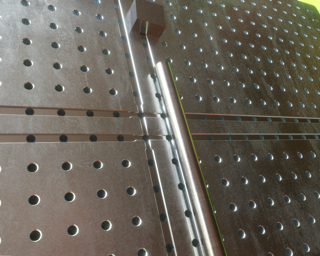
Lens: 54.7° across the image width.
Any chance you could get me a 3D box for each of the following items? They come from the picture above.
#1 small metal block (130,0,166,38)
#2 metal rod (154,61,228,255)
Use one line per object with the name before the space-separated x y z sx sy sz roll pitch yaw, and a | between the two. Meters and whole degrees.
small metal block | -0.020 -0.182 0.510 0.050 0.025 0.050 8 58 -24
metal rod | 0.037 0.039 0.405 0.025 0.025 0.299 0 62 -29
